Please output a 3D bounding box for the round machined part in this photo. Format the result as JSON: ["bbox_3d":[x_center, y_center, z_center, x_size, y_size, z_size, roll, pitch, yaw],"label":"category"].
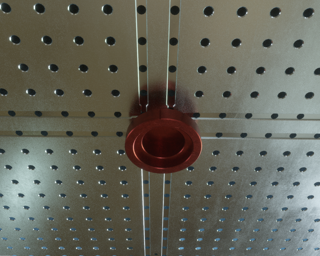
[{"bbox_3d":[0.004,0.013,0.411,0.099,0.042,0.097,0,130,0],"label":"round machined part"}]
